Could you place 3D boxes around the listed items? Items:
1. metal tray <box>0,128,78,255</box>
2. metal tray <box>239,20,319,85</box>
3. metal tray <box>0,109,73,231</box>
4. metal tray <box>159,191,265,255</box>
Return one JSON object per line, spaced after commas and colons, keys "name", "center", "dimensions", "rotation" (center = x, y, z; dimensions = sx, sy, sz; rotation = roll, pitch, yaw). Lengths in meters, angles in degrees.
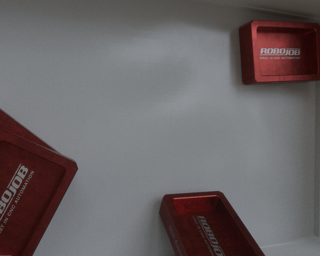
{"name": "metal tray", "center": [-0.155, 0.076, 0.318], "dimensions": [0.090, 0.030, 0.130], "rotation": [29, 81, -18]}
{"name": "metal tray", "center": [0.188, -0.115, 0.476], "dimensions": [0.131, 0.030, 0.089], "rotation": [-5, 92, -20]}
{"name": "metal tray", "center": [-0.173, 0.040, 0.344], "dimensions": [0.130, 0.030, 0.090], "rotation": [41, 77, -16]}
{"name": "metal tray", "center": [0.061, 0.133, 0.378], "dimensions": [0.091, 0.130, 0.030], "rotation": [1, 120, -20]}
